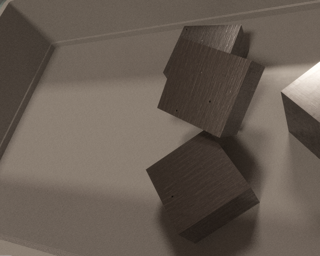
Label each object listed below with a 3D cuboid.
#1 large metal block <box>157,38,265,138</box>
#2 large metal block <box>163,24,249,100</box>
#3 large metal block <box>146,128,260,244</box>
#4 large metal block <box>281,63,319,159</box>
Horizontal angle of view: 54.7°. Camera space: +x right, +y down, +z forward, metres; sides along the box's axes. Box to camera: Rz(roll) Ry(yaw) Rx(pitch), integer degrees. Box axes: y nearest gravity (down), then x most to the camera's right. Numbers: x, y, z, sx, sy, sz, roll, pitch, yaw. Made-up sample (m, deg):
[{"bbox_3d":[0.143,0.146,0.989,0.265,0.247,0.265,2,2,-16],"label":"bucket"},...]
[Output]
[{"bbox_3d":[0.055,-0.044,0.337,0.080,0.050,0.079,27,107,28],"label":"large metal block"},{"bbox_3d":[0.063,-0.088,0.410,0.080,0.050,0.080,10,66,32],"label":"large metal block"},{"bbox_3d":[0.044,0.061,0.328,0.080,0.050,0.080,-35,52,5],"label":"large metal block"},{"bbox_3d":[0.170,-0.023,0.296,0.080,0.080,0.050,-38,51,3],"label":"large metal block"}]
